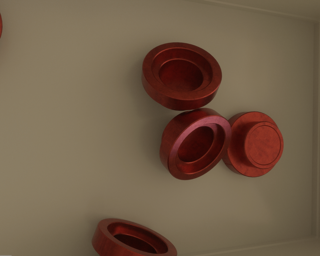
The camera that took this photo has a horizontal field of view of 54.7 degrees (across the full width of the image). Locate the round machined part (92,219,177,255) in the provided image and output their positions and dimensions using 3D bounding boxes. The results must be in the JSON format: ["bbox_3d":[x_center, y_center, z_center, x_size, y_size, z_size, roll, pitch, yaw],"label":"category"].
[{"bbox_3d":[-0.033,0.147,0.361,0.099,0.098,0.042,21,89,-19],"label":"round machined part"}]

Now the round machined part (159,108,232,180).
[{"bbox_3d":[0.041,0.016,0.403,0.099,0.042,0.097,-19,130,-24],"label":"round machined part"}]

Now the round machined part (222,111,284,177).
[{"bbox_3d":[0.140,0.024,0.455,0.099,0.042,0.097,0,90,-21],"label":"round machined part"}]

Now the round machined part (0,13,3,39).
[{"bbox_3d":[-0.217,-0.106,0.310,0.099,0.042,0.097,8,77,-38],"label":"round machined part"}]

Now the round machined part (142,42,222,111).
[{"bbox_3d":[0.026,-0.061,0.396,0.099,0.042,0.098,4,55,-5],"label":"round machined part"}]
